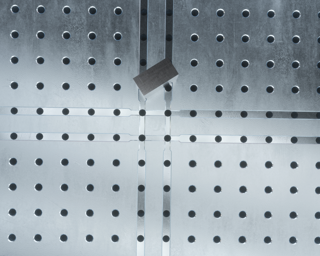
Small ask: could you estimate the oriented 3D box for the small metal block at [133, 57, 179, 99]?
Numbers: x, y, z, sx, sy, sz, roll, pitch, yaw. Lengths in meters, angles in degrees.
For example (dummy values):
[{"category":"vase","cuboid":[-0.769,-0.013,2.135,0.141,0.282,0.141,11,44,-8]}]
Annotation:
[{"category":"small metal block","cuboid":[-0.005,-0.063,0.401,0.050,0.050,0.025,-32,90,0]}]
